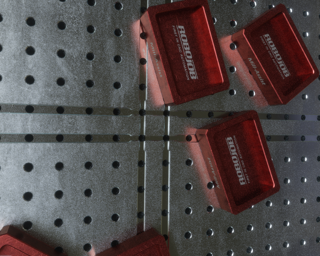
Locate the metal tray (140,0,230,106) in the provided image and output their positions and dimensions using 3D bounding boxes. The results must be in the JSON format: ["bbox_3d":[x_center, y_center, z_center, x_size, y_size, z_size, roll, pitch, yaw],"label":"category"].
[{"bbox_3d":[0.036,-0.104,0.424,0.091,0.030,0.129,-19,97,-19],"label":"metal tray"}]

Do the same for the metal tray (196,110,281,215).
[{"bbox_3d":[0.116,0.048,0.454,0.091,0.030,0.129,-22,98,-19],"label":"metal tray"}]

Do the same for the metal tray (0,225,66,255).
[{"bbox_3d":[-0.175,0.189,0.345,0.090,0.030,0.130,38,78,-17],"label":"metal tray"}]

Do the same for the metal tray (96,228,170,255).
[{"bbox_3d":[-0.022,0.210,0.403,0.091,0.030,0.129,-20,97,-19],"label":"metal tray"}]

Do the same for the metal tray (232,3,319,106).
[{"bbox_3d":[0.180,-0.111,0.478,0.090,0.030,0.130,-37,102,-16],"label":"metal tray"}]
